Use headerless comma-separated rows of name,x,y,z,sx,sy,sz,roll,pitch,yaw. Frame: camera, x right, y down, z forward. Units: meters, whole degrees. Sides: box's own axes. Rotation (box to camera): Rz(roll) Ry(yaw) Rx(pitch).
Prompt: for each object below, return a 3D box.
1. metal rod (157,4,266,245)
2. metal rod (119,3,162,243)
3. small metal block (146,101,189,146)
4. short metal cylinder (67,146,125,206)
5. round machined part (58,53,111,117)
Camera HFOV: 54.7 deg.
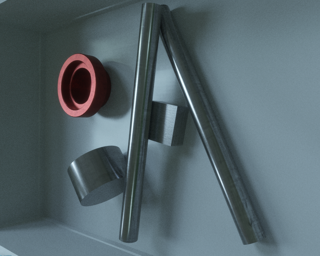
metal rod,0.049,-0.017,0.364,0.025,0.025,0.299,-31,71,35
metal rod,-0.026,-0.002,0.393,0.025,0.025,0.298,11,97,39
small metal block,0.006,-0.007,0.400,0.050,0.025,0.050,15,100,38
short metal cylinder,-0.082,0.068,0.436,0.080,0.081,0.050,-44,64,31
round machined part,-0.115,-0.065,0.488,0.098,0.042,0.097,0,90,39
